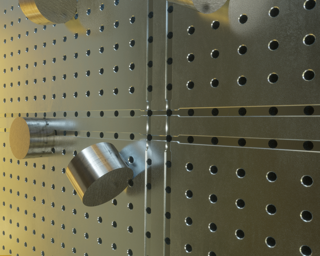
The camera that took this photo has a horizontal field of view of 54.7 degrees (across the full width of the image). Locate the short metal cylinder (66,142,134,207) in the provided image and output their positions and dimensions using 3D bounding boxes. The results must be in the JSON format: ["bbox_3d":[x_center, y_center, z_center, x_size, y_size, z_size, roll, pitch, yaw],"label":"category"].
[{"bbox_3d":[-0.086,0.067,0.444,0.050,0.081,0.080,49,119,29],"label":"short metal cylinder"}]

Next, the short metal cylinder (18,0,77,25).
[{"bbox_3d":[-0.192,-0.220,0.532,0.050,0.081,0.079,11,97,39],"label":"short metal cylinder"}]

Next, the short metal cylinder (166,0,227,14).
[{"bbox_3d":[0.042,-0.172,0.339,0.050,0.081,0.079,34,111,35],"label":"short metal cylinder"}]

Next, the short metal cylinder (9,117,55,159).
[{"bbox_3d":[-0.247,0.019,0.597,0.080,0.050,0.079,0,90,40],"label":"short metal cylinder"}]
